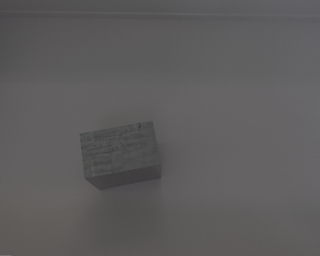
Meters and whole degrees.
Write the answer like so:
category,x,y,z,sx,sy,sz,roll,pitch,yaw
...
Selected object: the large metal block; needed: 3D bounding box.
category,x,y,z,sx,sy,sz,roll,pitch,yaw
large metal block,-0.043,0.035,0.367,0.080,0.080,0.050,-10,71,-4
